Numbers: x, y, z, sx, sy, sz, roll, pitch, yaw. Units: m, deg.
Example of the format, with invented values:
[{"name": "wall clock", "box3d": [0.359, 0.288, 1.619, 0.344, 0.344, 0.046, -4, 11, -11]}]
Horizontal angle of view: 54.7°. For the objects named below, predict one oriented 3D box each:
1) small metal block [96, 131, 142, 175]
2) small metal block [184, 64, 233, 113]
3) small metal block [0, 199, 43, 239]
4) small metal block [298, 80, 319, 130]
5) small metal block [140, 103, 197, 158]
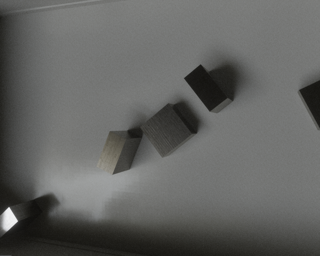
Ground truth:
[{"name": "small metal block", "box3d": [-0.053, 0.031, 0.416, 0.025, 0.050, 0.050, 24, 98, 18]}, {"name": "small metal block", "box3d": [0.060, -0.046, 0.376, 0.025, 0.050, 0.050, -39, 78, 16]}, {"name": "small metal block", "box3d": [-0.220, 0.140, 0.475, 0.050, 0.050, 0.025, -42, 77, 15]}, {"name": "small metal block", "box3d": [0.190, -0.030, 0.343, 0.050, 0.025, 0.050, -27, 81, 18]}, {"name": "small metal block", "box3d": [0.011, 0.003, 0.407, 0.050, 0.025, 0.050, -40, 78, 15]}]
